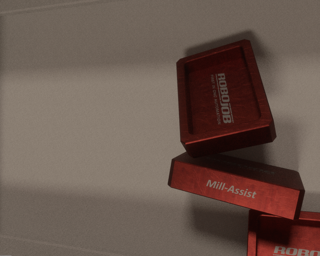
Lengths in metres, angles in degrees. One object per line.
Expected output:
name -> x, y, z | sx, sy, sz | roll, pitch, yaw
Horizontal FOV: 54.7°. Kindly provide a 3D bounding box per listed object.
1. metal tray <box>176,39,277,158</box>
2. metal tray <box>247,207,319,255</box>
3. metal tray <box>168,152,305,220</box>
metal tray -> 0.068, -0.036, 0.344 | 0.090, 0.030, 0.130 | -14, 50, 17
metal tray -> 0.160, 0.136, 0.325 | 0.130, 0.030, 0.090 | 0, 51, 19
metal tray -> 0.085, 0.056, 0.344 | 0.130, 0.090, 0.030 | 12, 98, 19
